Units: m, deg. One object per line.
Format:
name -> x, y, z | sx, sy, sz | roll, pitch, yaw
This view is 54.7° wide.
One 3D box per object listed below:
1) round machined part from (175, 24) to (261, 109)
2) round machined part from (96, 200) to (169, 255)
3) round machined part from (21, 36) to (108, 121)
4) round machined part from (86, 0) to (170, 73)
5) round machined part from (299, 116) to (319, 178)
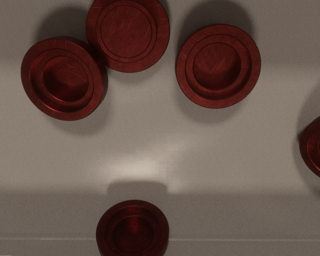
round machined part -> 0.067, -0.076, 0.375 | 0.099, 0.042, 0.097 | 0, 110, -1
round machined part -> -0.037, 0.153, 0.432 | 0.099, 0.098, 0.042 | 1, 131, -1
round machined part -> -0.110, -0.061, 0.373 | 0.099, 0.042, 0.097 | 3, 115, 7
round machined part -> -0.037, -0.113, 0.360 | 0.099, 0.042, 0.097 | 0, 110, -1
round machined part -> 0.236, 0.023, 0.396 | 0.042, 0.098, 0.097 | -31, 115, -37
